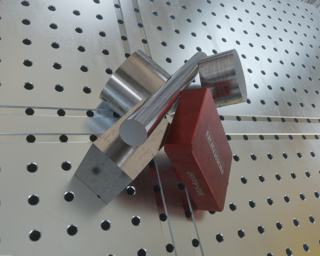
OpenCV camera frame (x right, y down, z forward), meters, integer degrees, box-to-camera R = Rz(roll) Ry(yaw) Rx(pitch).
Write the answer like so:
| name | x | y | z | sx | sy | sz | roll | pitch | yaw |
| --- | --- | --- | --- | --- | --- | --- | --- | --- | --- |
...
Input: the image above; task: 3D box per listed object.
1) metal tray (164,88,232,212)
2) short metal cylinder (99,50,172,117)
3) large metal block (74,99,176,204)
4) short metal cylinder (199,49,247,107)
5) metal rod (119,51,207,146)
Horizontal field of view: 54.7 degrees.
| name | x | y | z | sx | sy | sz | roll | pitch | yaw |
| --- | --- | --- | --- | --- | --- | --- | --- | --- | --- |
| metal tray | 0.052 | 0.028 | 0.366 | 0.130 | 0.030 | 0.090 | 61 | 37 | -41 |
| short metal cylinder | -0.030 | -0.051 | 0.388 | 0.050 | 0.080 | 0.080 | 40 | 51 | -2 |
| large metal block | -0.038 | 0.026 | 0.337 | 0.050 | 0.080 | 0.080 | 43 | 51 | 1 |
| short metal cylinder | 0.096 | -0.073 | 0.465 | 0.080 | 0.050 | 0.080 | 40 | 45 | -55 |
| metal rod | 0.023 | -0.056 | 0.387 | 0.025 | 0.025 | 0.301 | 40 | 30 | -2 |
